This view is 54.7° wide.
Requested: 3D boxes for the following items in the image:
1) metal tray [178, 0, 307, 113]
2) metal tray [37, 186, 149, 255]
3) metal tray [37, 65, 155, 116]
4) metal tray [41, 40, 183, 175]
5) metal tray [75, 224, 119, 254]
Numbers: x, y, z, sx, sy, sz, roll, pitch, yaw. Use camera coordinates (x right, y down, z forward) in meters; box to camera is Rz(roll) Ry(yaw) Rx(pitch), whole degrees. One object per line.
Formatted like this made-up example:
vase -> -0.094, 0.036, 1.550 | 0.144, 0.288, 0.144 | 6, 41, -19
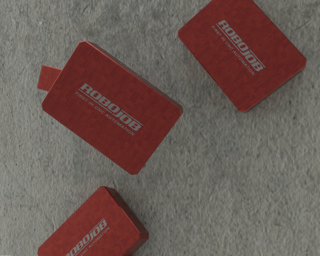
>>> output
metal tray -> 0.095, -0.094, 0.372 | 0.090, 0.030, 0.130 | -40, 78, 15
metal tray -> -0.090, 0.154, 0.411 | 0.130, 0.030, 0.090 | -45, 62, 1
metal tray -> -0.076, -0.047, 0.400 | 0.130, 0.090, 0.030 | 16, 96, 19
metal tray -> -0.052, -0.022, 0.341 | 0.130, 0.030, 0.090 | 36, 102, 2
metal tray -> -0.102, 0.208, 0.441 | 0.130, 0.030, 0.090 | -44, 77, 14
